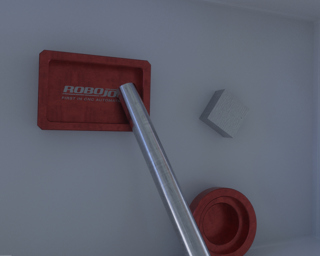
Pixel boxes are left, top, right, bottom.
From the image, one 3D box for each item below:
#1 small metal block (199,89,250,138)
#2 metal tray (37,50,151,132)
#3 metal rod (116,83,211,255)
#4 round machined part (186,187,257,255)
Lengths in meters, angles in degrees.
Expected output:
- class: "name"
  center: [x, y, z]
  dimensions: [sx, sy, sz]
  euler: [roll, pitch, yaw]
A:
- class: "small metal block"
  center: [0.093, -0.020, 0.446]
  dimensions: [0.050, 0.025, 0.050]
  euler: [36, 78, -17]
- class: "metal tray"
  center: [-0.078, -0.041, 0.379]
  dimensions: [0.131, 0.030, 0.089]
  euler: [2, 90, -21]
- class: "metal rod"
  center: [0.017, 0.082, 0.340]
  dimensions: [0.025, 0.025, 0.299]
  euler: [-18, 72, -20]
- class: "round machined part"
  center: [0.080, 0.131, 0.429]
  dimensions: [0.099, 0.042, 0.097]
  euler: [2, 83, -19]
